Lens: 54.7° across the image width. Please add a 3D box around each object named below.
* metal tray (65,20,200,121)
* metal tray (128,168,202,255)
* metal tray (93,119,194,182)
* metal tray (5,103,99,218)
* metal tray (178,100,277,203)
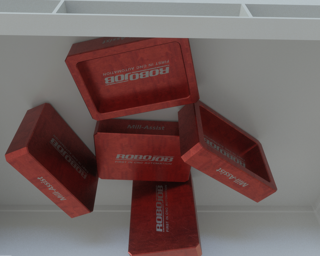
[{"bbox_3d":[-0.027,-0.061,0.351,0.131,0.030,0.090,-10,130,8],"label":"metal tray"},{"bbox_3d":[0.006,0.121,0.439,0.090,0.130,0.030,-10,130,7],"label":"metal tray"},{"bbox_3d":[-0.021,0.033,0.430,0.131,0.030,0.089,2,130,-3],"label":"metal tray"},{"bbox_3d":[-0.128,0.043,0.399,0.030,0.090,0.130,-20,128,14],"label":"metal tray"},{"bbox_3d":[0.083,0.028,0.388,0.131,0.090,0.030,31,124,-24],"label":"metal tray"}]
